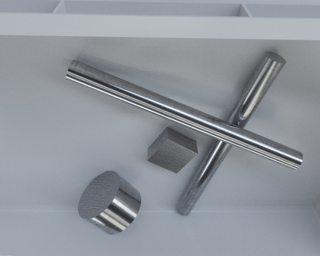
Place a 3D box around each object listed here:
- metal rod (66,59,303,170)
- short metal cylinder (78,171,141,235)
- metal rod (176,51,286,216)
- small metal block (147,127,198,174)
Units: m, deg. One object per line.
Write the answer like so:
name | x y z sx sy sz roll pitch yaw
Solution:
metal rod | 0.037 -0.012 0.375 0.302 0.025 0.025 21 127 -9
short metal cylinder | -0.076 0.112 0.467 0.080 0.080 0.050 -28 125 21
metal rod | 0.084 0.030 0.435 0.025 0.025 0.298 13 129 -11
small metal block | 0.017 0.032 0.437 0.050 0.025 0.050 27 125 -22
